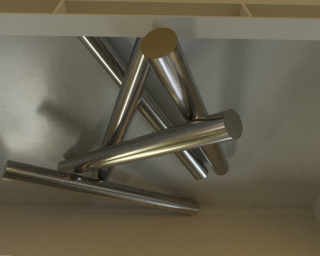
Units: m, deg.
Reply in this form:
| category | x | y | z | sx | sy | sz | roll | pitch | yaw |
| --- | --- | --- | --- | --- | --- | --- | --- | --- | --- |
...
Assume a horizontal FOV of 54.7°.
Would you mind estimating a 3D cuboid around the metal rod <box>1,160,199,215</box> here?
| category | x | y | z | sx | sy | sz | roll | pitch | yaw |
| --- | --- | --- | --- | --- | --- | --- | --- | --- | --- |
| metal rod | -0.066 | 0.094 | 0.453 | 0.302 | 0.025 | 0.025 | 19 | 128 | -29 |

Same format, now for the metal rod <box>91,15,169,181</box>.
| category | x | y | z | sx | sy | sz | roll | pitch | yaw |
| --- | --- | --- | --- | --- | --- | --- | --- | --- | --- |
| metal rod | -0.052 | 0.000 | 0.382 | 0.025 | 0.025 | 0.298 | 15 | 136 | -13 |

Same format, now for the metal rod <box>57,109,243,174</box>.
| category | x | y | z | sx | sy | sz | roll | pitch | yaw |
| --- | --- | --- | --- | --- | --- | --- | --- | --- | --- |
| metal rod | -0.041 | 0.028 | 0.353 | 0.025 | 0.025 | 0.299 | 39 | 145 | -28 |

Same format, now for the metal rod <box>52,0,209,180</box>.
| category | x | y | z | sx | sy | sz | roll | pitch | yaw |
| --- | --- | --- | --- | --- | --- | --- | --- | --- | --- |
| metal rod | -0.016 | -0.028 | 0.384 | 0.025 | 0.025 | 0.300 | -25 | 126 | 20 |

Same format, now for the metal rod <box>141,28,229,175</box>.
| category | x | y | z | sx | sy | sz | roll | pitch | yaw |
| --- | --- | --- | --- | --- | --- | --- | --- | --- | --- |
| metal rod | 0.045 | 0.002 | 0.333 | 0.025 | 0.025 | 0.300 | -16 | 153 | 12 |
